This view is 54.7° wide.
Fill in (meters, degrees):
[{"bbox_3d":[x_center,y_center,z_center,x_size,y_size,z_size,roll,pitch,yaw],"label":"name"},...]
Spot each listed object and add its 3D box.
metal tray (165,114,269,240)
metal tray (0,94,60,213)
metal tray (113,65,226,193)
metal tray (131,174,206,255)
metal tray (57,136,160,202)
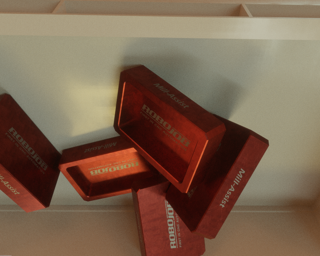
[{"bbox_3d":[0.064,0.054,0.377,0.030,0.090,0.129,28,94,-25],"label":"metal tray"},{"bbox_3d":[-0.179,0.034,0.392,0.030,0.090,0.130,-17,129,13],"label":"metal tray"},{"bbox_3d":[0.003,-0.001,0.349,0.030,0.130,0.089,-26,144,-38],"label":"metal tray"},{"bbox_3d":[0.014,0.131,0.444,0.091,0.030,0.129,-12,104,-19],"label":"metal tray"},{"bbox_3d":[-0.068,0.059,0.455,0.130,0.030,0.090,-14,129,11],"label":"metal tray"}]
